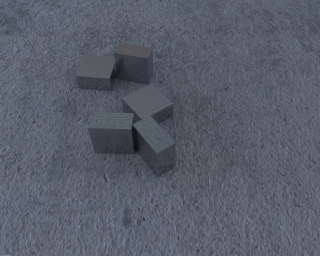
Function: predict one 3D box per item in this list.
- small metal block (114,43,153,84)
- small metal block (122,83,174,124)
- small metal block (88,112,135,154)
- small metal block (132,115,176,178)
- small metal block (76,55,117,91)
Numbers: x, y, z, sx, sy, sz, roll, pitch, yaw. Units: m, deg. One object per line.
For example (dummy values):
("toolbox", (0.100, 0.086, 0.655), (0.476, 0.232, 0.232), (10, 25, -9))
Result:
("small metal block", (-0.038, -0.096, 0.468), (0.050, 0.050, 0.025), (12, 51, 9))
("small metal block", (-0.017, -0.029, 0.427), (0.050, 0.025, 0.050), (-30, 56, -23))
("small metal block", (-0.057, 0.007, 0.380), (0.050, 0.050, 0.025), (2, 50, 2))
("small metal block", (-0.007, 0.022, 0.368), (0.025, 0.050, 0.050), (-28, 56, -22))
("small metal block", (-0.095, -0.085, 0.473), (0.050, 0.025, 0.050), (5, 50, 4))
